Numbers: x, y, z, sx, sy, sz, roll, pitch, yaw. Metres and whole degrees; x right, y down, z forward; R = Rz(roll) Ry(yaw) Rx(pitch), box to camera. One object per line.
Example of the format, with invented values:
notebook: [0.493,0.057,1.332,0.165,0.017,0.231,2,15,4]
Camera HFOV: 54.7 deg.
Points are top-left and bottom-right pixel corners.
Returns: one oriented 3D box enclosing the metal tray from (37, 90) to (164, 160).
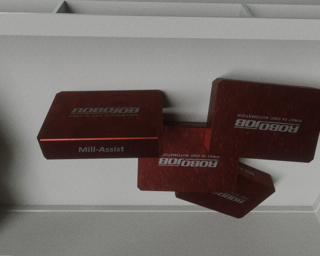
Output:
metal tray: [-0.062,-0.007,0.359,0.131,0.090,0.030,-1,130,0]

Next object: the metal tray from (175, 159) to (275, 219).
metal tray: [0.100,0.091,0.485,0.131,0.030,0.089,23,126,-19]

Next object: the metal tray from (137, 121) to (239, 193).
metal tray: [0.037,0.038,0.414,0.131,0.030,0.089,2,103,-3]

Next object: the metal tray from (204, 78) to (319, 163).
metal tray: [0.125,-0.009,0.375,0.131,0.030,0.089,5,103,-5]
